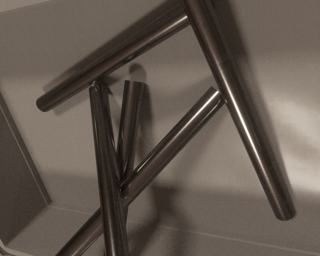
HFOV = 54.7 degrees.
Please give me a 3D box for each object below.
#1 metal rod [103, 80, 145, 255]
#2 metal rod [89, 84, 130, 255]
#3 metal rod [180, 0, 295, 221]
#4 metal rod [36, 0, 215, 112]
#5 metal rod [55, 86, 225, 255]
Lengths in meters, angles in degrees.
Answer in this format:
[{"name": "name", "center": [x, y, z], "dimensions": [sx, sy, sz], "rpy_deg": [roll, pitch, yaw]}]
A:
[{"name": "metal rod", "center": [-0.052, 0.088, 0.408], "dimensions": [0.025, 0.025, 0.298], "rpy_deg": [11, 97, 22]}, {"name": "metal rod", "center": [-0.057, 0.079, 0.358], "dimensions": [0.025, 0.025, 0.299], "rpy_deg": [-34, 56, 38]}, {"name": "metal rod", "center": [0.091, -0.012, 0.334], "dimensions": [0.025, 0.025, 0.299], "rpy_deg": [-13, 118, 33]}, {"name": "metal rod", "center": [-0.066, -0.082, 0.391], "dimensions": [0.299, 0.025, 0.025], "rpy_deg": [-22, 107, 35]}, {"name": "metal rod", "center": [-0.032, 0.070, 0.377], "dimensions": [0.025, 0.025, 0.299], "rpy_deg": [42, 100, -1]}]
